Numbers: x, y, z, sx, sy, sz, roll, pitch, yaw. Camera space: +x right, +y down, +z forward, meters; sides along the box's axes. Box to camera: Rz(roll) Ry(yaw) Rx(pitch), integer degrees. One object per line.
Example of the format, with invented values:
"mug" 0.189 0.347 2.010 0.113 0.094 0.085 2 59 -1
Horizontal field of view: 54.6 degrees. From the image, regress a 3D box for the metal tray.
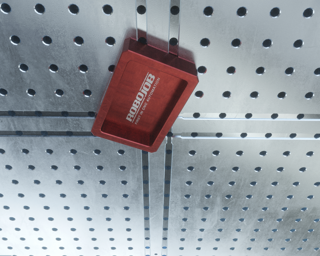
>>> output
"metal tray" -0.022 -0.033 0.379 0.091 0.030 0.129 18 128 -15
